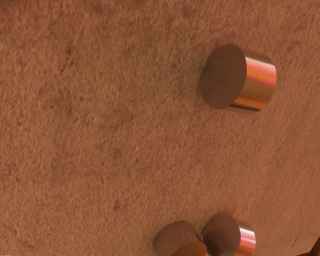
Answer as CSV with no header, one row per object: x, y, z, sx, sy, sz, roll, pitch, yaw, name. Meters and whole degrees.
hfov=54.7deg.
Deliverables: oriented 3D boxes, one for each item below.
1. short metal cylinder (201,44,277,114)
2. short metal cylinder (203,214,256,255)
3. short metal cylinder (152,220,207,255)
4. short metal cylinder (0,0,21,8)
0.096,-0.060,0.389,0.050,0.080,0.079,6,115,-32,short metal cylinder
0.127,0.204,0.570,0.050,0.080,0.080,29,102,-38,short metal cylinder
0.033,0.210,0.541,0.081,0.050,0.079,-14,125,-21,short metal cylinder
-0.125,-0.131,0.222,0.050,0.080,0.080,-27,128,-12,short metal cylinder
